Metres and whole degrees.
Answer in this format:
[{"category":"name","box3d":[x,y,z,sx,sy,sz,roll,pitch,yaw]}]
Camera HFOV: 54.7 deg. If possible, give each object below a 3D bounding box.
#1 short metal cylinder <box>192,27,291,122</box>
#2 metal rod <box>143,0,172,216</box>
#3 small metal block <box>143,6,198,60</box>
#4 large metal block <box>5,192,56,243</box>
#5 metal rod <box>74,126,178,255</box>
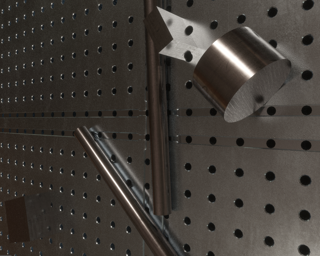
[{"category":"short metal cylinder","box3d":[0.080,-0.051,0.307,0.080,0.081,0.050,-52,60,27]},{"category":"metal rod","box3d":[-0.003,-0.038,0.410,0.025,0.025,0.298,-4,87,39]},{"category":"small metal block","box3d":[0.013,-0.115,0.381,0.025,0.050,0.050,-37,68,34]},{"category":"large metal block","box3d":[-0.251,0.172,0.596,0.080,0.050,0.080,-20,78,38]},{"category":"metal rod","box3d":[-0.045,0.105,0.443,0.300,0.025,0.025,49,119,28]}]
